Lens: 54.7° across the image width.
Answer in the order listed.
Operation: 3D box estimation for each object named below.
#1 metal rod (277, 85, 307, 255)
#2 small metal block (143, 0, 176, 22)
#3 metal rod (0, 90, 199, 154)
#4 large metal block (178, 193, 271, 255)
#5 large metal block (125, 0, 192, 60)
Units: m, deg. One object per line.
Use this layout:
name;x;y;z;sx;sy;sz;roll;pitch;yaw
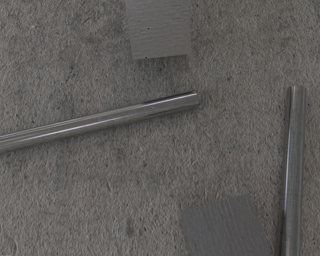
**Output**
metal rod;0.160;0.085;0.378;0.025;0.025;0.299;11;70;4
small metal block;-0.001;-0.199;0.468;0.025;0.050;0.050;-35;74;-12
metal rod;-0.097;-0.005;0.409;0.302;0.025;0.025;-13;71;-5
large metal block;0.070;0.126;0.350;0.081;0.050;0.080;-13;71;-5
large metal block;-0.003;-0.142;0.425;0.081;0.050;0.079;-7;115;-3
